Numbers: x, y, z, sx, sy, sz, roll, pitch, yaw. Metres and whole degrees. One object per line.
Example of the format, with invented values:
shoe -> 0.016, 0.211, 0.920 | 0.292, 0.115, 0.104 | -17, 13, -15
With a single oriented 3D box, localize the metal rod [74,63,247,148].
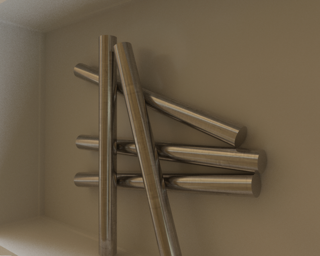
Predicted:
metal rod -> -0.022, -0.042, 0.420 | 0.300, 0.025, 0.025 | 26, 106, 36

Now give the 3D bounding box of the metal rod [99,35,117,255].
metal rod -> -0.072, 0.024, 0.428 | 0.025, 0.025, 0.298 | 0, 90, 39

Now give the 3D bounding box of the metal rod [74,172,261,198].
metal rod -> -0.016, 0.072, 0.416 | 0.300, 0.025, 0.025 | -6, 86, 39

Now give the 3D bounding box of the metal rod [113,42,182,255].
metal rod -> -0.015, 0.034, 0.383 | 0.025, 0.025, 0.299 | -22, 76, 37

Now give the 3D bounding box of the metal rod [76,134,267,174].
metal rod -> -0.011, 0.029, 0.412 | 0.300, 0.025, 0.025 | 3, 92, 39
